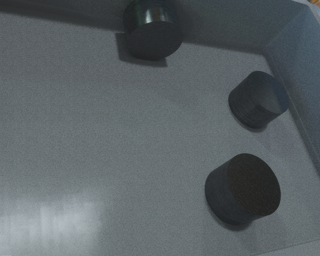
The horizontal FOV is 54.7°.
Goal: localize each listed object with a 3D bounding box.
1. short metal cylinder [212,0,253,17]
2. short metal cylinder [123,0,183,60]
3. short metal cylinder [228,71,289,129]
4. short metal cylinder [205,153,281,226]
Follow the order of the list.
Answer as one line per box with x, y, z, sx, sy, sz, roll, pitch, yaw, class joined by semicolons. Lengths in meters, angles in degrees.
0.141;-0.269;0.612;0.081;0.080;0.050;-3;64;-30;short metal cylinder
-0.011;-0.144;0.452;0.081;0.080;0.050;3;61;-27;short metal cylinder
0.159;-0.045;0.503;0.081;0.050;0.080;14;56;-21;short metal cylinder
0.105;0.079;0.398;0.081;0.050;0.080;14;56;-21;short metal cylinder
